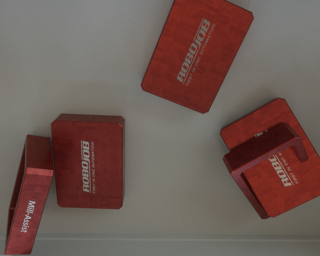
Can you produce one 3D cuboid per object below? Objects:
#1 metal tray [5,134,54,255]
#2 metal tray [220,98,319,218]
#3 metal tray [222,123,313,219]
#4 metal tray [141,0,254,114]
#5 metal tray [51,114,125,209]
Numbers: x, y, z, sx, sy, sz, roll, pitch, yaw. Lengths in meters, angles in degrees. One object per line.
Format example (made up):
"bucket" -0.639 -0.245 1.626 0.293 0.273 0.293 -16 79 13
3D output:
"metal tray" -0.171 0.085 0.403 0.030 0.090 0.129 12 111 -27
"metal tray" 0.148 0.037 0.401 0.090 0.030 0.130 -30 88 10
"metal tray" 0.150 0.062 0.409 0.090 0.030 0.130 -31 128 10
"metal tray" 0.041 -0.092 0.375 0.090 0.030 0.129 21 109 -8
"metal tray" -0.095 0.048 0.425 0.091 0.030 0.129 2 110 -1
